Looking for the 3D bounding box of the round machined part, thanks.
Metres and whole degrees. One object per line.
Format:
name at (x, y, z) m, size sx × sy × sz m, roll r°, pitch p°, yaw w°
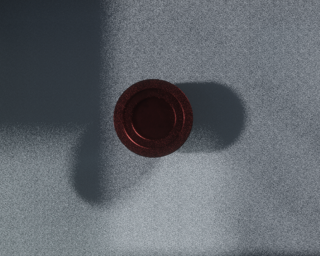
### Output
round machined part at (-0.008, -0.012, 0.403) m, size 0.099 × 0.042 × 0.097 m, roll 0°, pitch 90°, yaw 0°
